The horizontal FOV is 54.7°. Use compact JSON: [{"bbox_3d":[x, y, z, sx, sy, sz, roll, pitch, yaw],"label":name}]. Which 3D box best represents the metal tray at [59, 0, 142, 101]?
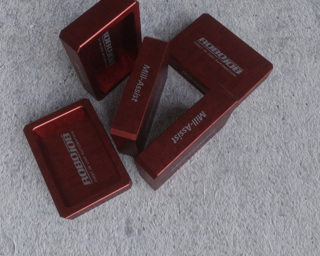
[{"bbox_3d":[-0.065,-0.097,0.388,0.030,0.130,0.090,42,75,13],"label":"metal tray"}]

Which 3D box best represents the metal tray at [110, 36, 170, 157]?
[{"bbox_3d":[-0.021,-0.035,0.387,0.030,0.090,0.130,16,71,5],"label":"metal tray"}]

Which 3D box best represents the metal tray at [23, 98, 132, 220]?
[{"bbox_3d":[-0.103,0.037,0.392,0.090,0.030,0.130,-27,73,-10],"label":"metal tray"}]

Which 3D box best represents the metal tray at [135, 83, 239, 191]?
[{"bbox_3d":[0.031,0.014,0.370,0.130,0.090,0.030,-42,76,-14],"label":"metal tray"}]

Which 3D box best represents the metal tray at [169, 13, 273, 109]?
[{"bbox_3d":[0.081,-0.094,0.442,0.090,0.030,0.130,-43,76,-14],"label":"metal tray"}]
